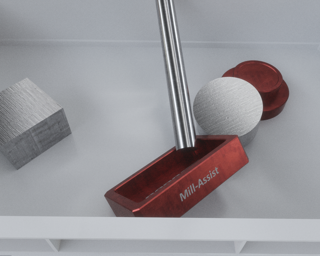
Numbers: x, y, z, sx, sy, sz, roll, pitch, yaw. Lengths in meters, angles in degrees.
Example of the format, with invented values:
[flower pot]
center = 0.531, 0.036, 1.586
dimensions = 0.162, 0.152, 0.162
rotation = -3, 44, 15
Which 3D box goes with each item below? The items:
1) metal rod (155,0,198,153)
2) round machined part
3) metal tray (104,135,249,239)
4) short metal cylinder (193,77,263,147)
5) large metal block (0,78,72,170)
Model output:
[metal rod]
center = 0.014, -0.115, 0.401
dimensions = 0.025, 0.025, 0.299
rotation = -5, 71, -5
[round machined part]
center = 0.136, -0.061, 0.447
dimensions = 0.099, 0.042, 0.098
rotation = 0, 50, 0
[metal tray]
center = 0.016, 0.052, 0.323
dimensions = 0.131, 0.030, 0.090
rotation = -32, 13, -24
[short metal cylinder]
center = 0.084, -0.016, 0.387
dimensions = 0.080, 0.050, 0.080
rotation = -4, 68, 10
[large metal block]
center = -0.175, -0.008, 0.393
dimensions = 0.080, 0.050, 0.080
rotation = 36, 58, 26
